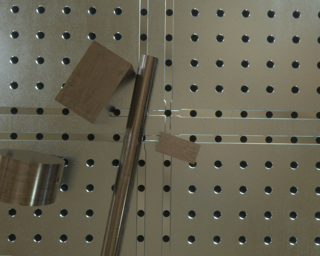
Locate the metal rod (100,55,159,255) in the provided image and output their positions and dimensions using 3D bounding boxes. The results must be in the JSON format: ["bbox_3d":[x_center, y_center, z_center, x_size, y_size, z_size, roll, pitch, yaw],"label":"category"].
[{"bbox_3d":[-0.043,0.052,0.412,0.025,0.025,0.298,11,90,-1],"label":"metal rod"}]

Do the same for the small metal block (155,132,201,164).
[{"bbox_3d":[0.022,0.024,0.401,0.050,0.050,0.025,19,90,-1],"label":"small metal block"}]

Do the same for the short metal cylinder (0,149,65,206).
[{"bbox_3d":[-0.164,0.059,0.384,0.080,0.080,0.050,13,90,-1],"label":"short metal cylinder"}]

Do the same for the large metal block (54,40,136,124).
[{"bbox_3d":[-0.075,-0.052,0.385,0.050,0.080,0.080,33,90,-1],"label":"large metal block"}]
